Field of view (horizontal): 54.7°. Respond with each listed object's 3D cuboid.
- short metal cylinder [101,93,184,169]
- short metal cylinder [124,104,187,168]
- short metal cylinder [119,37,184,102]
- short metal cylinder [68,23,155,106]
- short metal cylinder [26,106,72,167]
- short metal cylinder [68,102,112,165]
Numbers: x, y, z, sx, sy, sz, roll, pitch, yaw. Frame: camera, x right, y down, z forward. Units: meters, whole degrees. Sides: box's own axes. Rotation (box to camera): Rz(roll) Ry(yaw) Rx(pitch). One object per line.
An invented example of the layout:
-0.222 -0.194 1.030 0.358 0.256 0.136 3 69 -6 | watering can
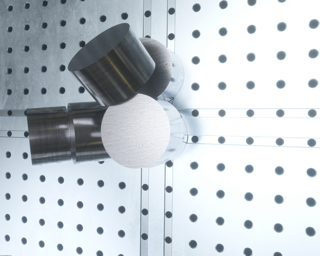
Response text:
-0.019 0.003 0.351 0.080 0.050 0.080 0 90 20 | short metal cylinder
-0.010 0.009 0.402 0.080 0.050 0.080 0 90 20 | short metal cylinder
-0.014 -0.071 0.404 0.080 0.050 0.079 0 90 20 | short metal cylinder
-0.053 -0.070 0.341 0.080 0.080 0.050 -25 125 18 | short metal cylinder
-0.155 0.011 0.431 0.050 0.080 0.080 -6 87 -22 | short metal cylinder
-0.091 0.005 0.408 0.050 0.080 0.080 -6 88 -22 | short metal cylinder
